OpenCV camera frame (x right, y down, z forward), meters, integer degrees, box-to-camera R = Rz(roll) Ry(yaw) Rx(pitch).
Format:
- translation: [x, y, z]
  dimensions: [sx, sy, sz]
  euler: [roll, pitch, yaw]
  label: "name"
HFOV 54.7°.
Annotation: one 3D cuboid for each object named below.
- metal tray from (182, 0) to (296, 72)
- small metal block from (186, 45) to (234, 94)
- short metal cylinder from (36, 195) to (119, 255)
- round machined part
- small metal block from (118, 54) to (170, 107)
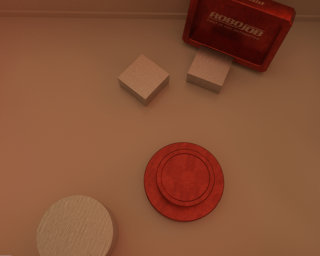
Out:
- translation: [0.102, -0.139, 0.424]
  dimensions: [0.130, 0.089, 0.030]
  euler: [24, 56, 8]
  label: "metal tray"
- translation: [0.071, -0.083, 0.441]
  dimensions: [0.050, 0.025, 0.050]
  euler: [23, 71, 7]
  label: "small metal block"
- translation: [-0.090, 0.120, 0.351]
  dimensions: [0.081, 0.050, 0.080]
  euler: [0, 70, 0]
  label: "short metal cylinder"
- translation: [0.030, 0.064, 0.378]
  dimensions: [0.099, 0.042, 0.098]
  euler: [0, 70, -1]
  label: "round machined part"
- translation: [-0.022, -0.067, 0.434]
  dimensions: [0.050, 0.025, 0.050]
  euler: [39, 74, 12]
  label: "small metal block"
